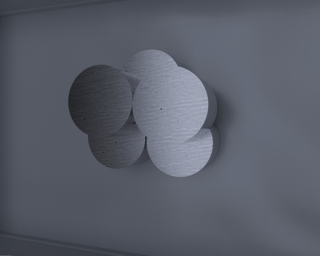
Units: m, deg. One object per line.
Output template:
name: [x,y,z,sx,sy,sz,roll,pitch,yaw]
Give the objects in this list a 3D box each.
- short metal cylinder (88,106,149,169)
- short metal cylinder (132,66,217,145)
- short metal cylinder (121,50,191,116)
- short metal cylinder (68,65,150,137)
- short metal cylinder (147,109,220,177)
short metal cylinder: [-0.047,0.011,0.412,0.080,0.050,0.080,0,90,20]
short metal cylinder: [0.017,-0.023,0.335,0.080,0.050,0.080,0,90,20]
short metal cylinder: [-0.005,-0.055,0.397,0.080,0.050,0.080,0,90,20]
short metal cylinder: [-0.058,-0.030,0.363,0.080,0.050,0.080,0,90,20]
short metal cylinder: [0.030,0.017,0.385,0.080,0.050,0.080,0,90,20]
